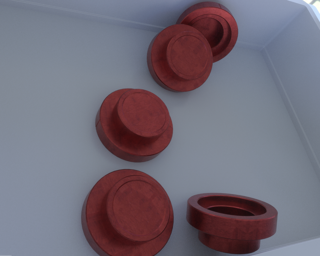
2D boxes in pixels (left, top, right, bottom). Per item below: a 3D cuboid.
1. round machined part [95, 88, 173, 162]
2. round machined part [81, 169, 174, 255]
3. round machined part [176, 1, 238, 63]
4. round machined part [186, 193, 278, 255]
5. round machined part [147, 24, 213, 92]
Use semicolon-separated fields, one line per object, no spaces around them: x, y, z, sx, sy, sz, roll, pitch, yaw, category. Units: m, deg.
-0.027;-0.010;0.388;0.099;0.042;0.098;14;56;-21;round machined part
-0.029;0.089;0.326;0.099;0.042;0.098;14;56;-21;round machined part
0.071;-0.155;0.496;0.099;0.097;0.042;16;40;-20;round machined part
0.079;0.107;0.348;0.099;0.098;0.042;2;93;-28;round machined part
0.034;-0.101;0.448;0.099;0.042;0.097;-1;93;-20;round machined part
